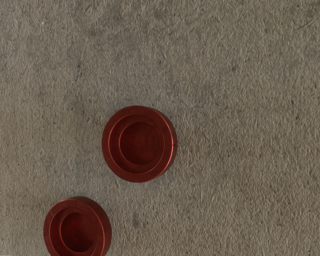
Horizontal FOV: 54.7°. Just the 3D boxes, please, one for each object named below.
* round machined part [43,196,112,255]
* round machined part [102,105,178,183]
[{"bbox_3d":[-0.111,0.145,0.439,0.098,0.042,0.097,0,90,20],"label":"round machined part"},{"bbox_3d":[-0.023,0.020,0.408,0.098,0.042,0.097,0,90,20],"label":"round machined part"}]
